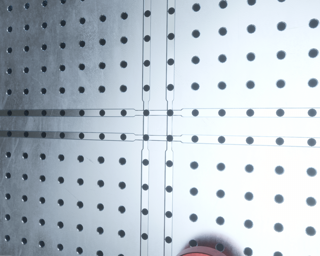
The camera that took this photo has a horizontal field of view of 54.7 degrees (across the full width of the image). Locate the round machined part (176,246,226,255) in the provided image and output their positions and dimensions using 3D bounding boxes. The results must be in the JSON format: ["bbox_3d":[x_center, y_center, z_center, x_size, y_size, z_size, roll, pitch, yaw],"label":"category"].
[{"bbox_3d":[0.056,0.195,0.384,0.098,0.042,0.097,0,90,20],"label":"round machined part"}]
